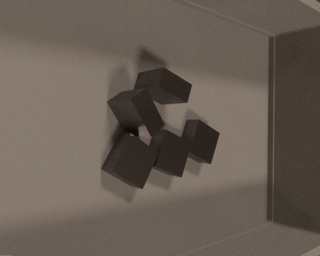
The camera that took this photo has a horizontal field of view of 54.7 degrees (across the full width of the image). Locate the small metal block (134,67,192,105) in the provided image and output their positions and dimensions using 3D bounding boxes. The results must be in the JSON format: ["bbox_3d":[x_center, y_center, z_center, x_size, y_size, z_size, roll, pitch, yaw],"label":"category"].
[{"bbox_3d":[0.003,-0.052,0.395,0.050,0.050,0.025,24,75,-38],"label":"small metal block"}]

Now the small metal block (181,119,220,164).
[{"bbox_3d":[0.057,0.020,0.457,0.050,0.025,0.050,30,71,-36],"label":"small metal block"}]

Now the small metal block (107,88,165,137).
[{"bbox_3d":[-0.029,-0.018,0.368,0.025,0.050,0.050,-41,116,-32],"label":"small metal block"}]

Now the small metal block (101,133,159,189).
[{"bbox_3d":[-0.036,0.040,0.379,0.050,0.025,0.050,38,67,-34],"label":"small metal block"}]

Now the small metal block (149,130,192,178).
[{"bbox_3d":[0.011,0.034,0.418,0.050,0.025,0.050,28,72,-37],"label":"small metal block"}]
